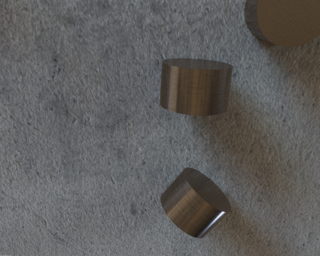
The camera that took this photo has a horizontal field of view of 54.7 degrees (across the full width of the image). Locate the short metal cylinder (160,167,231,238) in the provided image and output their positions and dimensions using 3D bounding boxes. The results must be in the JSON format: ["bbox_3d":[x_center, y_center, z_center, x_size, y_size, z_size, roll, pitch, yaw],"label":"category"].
[{"bbox_3d":[0.048,0.099,0.418,0.080,0.080,0.050,35,106,-12],"label":"short metal cylinder"}]

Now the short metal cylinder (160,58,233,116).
[{"bbox_3d":[0.041,-0.051,0.363,0.081,0.080,0.050,3,110,-2],"label":"short metal cylinder"}]

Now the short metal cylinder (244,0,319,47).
[{"bbox_3d":[0.142,-0.134,0.349,0.081,0.050,0.079,0,110,-1],"label":"short metal cylinder"}]
